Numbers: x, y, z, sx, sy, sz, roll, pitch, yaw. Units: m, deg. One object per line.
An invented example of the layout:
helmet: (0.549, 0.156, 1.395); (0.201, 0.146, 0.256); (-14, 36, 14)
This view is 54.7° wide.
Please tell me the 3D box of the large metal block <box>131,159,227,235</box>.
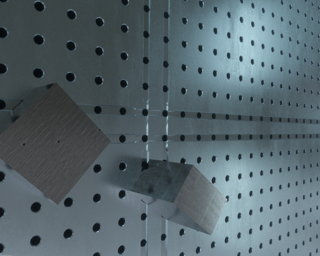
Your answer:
large metal block: (0.024, 0.086, 0.396); (0.080, 0.080, 0.050); (46, 62, -31)

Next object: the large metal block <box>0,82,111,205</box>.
large metal block: (-0.110, 0.014, 0.302); (0.080, 0.050, 0.080); (52, 60, -28)
